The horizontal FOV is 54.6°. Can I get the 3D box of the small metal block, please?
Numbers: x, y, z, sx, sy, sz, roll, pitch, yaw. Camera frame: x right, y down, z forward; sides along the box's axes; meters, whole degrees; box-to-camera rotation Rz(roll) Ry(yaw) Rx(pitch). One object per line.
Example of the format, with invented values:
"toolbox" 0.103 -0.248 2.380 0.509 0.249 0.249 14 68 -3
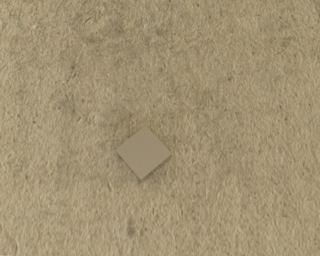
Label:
"small metal block" -0.020 0.034 0.396 0.050 0.025 0.050 -39 75 -13
